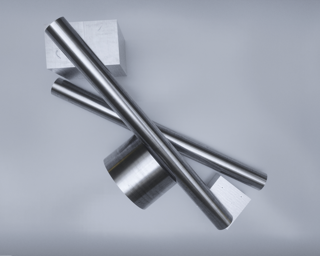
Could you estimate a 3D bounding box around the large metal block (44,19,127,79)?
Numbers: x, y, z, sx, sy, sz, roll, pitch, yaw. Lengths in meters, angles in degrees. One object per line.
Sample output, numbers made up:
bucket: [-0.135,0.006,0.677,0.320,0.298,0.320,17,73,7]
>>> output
large metal block: [-0.087,-0.093,0.382,0.081,0.080,0.050,-4,90,-1]

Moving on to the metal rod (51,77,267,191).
metal rod: [0.000,0.008,0.410,0.301,0.025,0.025,25,90,-1]

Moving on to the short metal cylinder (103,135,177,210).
short metal cylinder: [-0.023,0.052,0.381,0.050,0.080,0.080,-40,91,0]

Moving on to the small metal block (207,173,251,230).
small metal block: [0.082,0.096,0.411,0.050,0.025,0.050,38,90,-1]

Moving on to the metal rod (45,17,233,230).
metal rod: [-0.014,0.005,0.352,0.025,0.025,0.300,-40,103,0]
